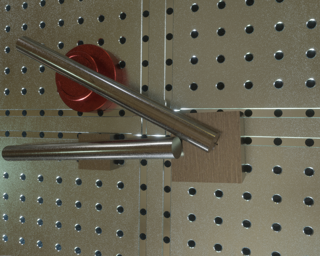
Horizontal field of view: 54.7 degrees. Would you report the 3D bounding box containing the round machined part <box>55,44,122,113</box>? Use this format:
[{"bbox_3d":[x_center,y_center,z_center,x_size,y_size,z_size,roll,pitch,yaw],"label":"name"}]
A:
[{"bbox_3d":[-0.107,-0.071,0.440,0.098,0.042,0.097,0,90,19],"label":"round machined part"}]

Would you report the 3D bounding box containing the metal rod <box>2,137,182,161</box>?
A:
[{"bbox_3d":[-0.111,0.031,0.421,0.300,0.025,0.025,-4,89,30],"label":"metal rod"}]

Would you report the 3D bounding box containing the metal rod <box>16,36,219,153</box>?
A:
[{"bbox_3d":[-0.067,-0.051,0.384,0.301,0.025,0.025,28,99,20],"label":"metal rod"}]

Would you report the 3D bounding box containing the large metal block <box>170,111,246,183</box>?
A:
[{"bbox_3d":[0.059,0.022,0.375,0.080,0.050,0.079,-2,89,19],"label":"large metal block"}]

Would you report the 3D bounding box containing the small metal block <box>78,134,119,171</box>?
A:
[{"bbox_3d":[-0.088,0.033,0.443,0.050,0.025,0.050,0,90,19],"label":"small metal block"}]
